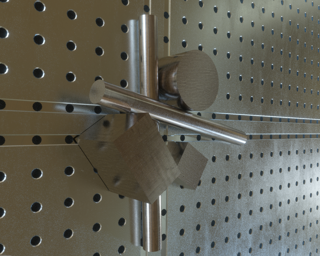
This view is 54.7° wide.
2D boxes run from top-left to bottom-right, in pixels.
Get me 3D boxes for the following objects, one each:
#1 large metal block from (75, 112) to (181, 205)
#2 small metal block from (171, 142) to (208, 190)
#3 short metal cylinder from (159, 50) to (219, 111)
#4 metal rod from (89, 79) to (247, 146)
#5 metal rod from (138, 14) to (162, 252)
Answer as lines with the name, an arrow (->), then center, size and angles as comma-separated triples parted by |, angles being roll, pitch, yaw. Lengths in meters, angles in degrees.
large metal block -> -0.036, 0.031, 0.343 | 0.050, 0.080, 0.080 | -42, 116, -32
small metal block -> 0.037, 0.054, 0.443 | 0.050, 0.025, 0.050 | 41, 65, -33
short metal cylinder -> 0.035, -0.062, 0.424 | 0.081, 0.050, 0.079 | 0, 90, -40
metal rod -> 0.037, -0.009, 0.418 | 0.302, 0.025, 0.025 | 15, 80, -47
metal rod -> -0.013, 0.007, 0.401 | 0.025, 0.025, 0.298 | -2, 92, -40
